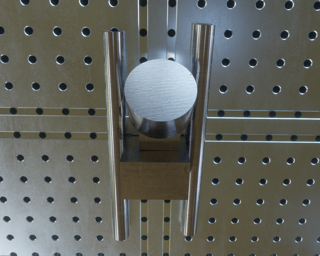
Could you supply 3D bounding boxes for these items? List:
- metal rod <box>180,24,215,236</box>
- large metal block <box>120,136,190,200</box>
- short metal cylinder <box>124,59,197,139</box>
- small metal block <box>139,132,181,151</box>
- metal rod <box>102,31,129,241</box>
[{"bbox_3d":[0.048,0.017,0.420,0.025,0.025,0.298,2,110,-1],"label":"metal rod"},{"bbox_3d":[-0.006,0.049,0.399,0.081,0.080,0.050,1,110,-1],"label":"large metal block"},{"bbox_3d":[0.001,-0.033,0.365,0.081,0.050,0.080,1,66,-1],"label":"short metal cylinder"},{"bbox_3d":[-0.001,0.007,0.402,0.050,0.050,0.025,1,110,-1],"label":"small metal block"},{"bbox_3d":[-0.058,0.024,0.422,0.025,0.025,0.298,1,110,0],"label":"metal rod"}]
